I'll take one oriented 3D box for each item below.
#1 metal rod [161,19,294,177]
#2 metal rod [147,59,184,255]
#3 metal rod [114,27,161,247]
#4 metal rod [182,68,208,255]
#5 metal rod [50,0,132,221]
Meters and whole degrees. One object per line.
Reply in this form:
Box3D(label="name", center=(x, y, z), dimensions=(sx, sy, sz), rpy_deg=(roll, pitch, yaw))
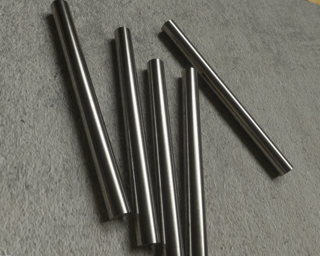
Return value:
Box3D(label="metal rod", center=(0.101, -0.053, 0.489), dimensions=(0.025, 0.025, 0.299), rpy_deg=(-30, 78, -38))
Box3D(label="metal rod", center=(0.004, 0.036, 0.383), dimensions=(0.025, 0.025, 0.299), rpy_deg=(9, 58, -24))
Box3D(label="metal rod", center=(-0.034, -0.009, 0.390), dimensions=(0.025, 0.025, 0.299), rpy_deg=(5, 59, -26))
Box3D(label="metal rod", center=(0.043, 0.042, 0.400), dimensions=(0.025, 0.025, 0.299), rpy_deg=(15, 56, -20))
Box3D(label="metal rod", center=(-0.090, -0.038, 0.378), dimensions=(0.025, 0.025, 0.299), rpy_deg=(-7, 65, -31))
